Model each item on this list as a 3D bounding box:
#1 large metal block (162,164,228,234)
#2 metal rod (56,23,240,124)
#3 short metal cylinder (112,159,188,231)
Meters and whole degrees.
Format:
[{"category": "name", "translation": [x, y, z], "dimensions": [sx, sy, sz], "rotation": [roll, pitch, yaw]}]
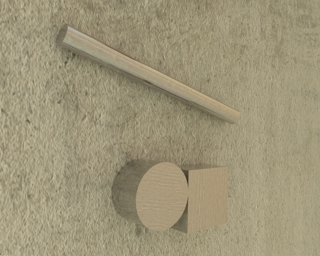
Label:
[{"category": "large metal block", "translation": [0.050, 0.094, 0.433], "dimensions": [0.081, 0.050, 0.079], "rotation": [2, 89, -40]}, {"category": "metal rod", "translation": [0.010, -0.057, 0.414], "dimensions": [0.302, 0.025, 0.025], "rotation": [19, 78, -39]}, {"category": "short metal cylinder", "translation": [-0.012, 0.080, 0.381], "dimensions": [0.081, 0.050, 0.079], "rotation": [0, 90, -40]}]
